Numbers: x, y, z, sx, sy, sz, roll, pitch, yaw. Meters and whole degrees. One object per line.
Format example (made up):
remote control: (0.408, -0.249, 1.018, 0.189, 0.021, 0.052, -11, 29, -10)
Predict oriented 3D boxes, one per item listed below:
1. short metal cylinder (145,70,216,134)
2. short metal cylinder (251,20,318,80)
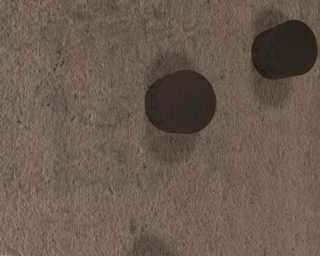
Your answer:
short metal cylinder: (0.026, -0.032, 0.406, 0.081, 0.050, 0.079, 0, 90, -20)
short metal cylinder: (0.187, -0.115, 0.466, 0.081, 0.050, 0.079, 0, 90, -21)
